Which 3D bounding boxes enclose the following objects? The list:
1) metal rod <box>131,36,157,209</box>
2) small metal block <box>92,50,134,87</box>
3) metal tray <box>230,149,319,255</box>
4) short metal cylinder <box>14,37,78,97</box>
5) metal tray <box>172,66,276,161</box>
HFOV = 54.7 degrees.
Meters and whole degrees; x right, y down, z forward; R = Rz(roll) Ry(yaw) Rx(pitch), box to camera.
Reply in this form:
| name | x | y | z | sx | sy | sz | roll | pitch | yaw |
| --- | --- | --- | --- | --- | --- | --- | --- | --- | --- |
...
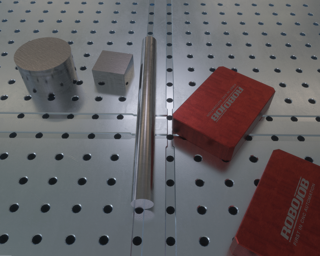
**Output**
| name | x | y | z | sx | sy | sz | roll | pitch | yaw |
| --- | --- | --- | --- | --- | --- | --- | --- | --- | --- |
| metal rod | -0.019 | -0.032 | 0.433 | 0.025 | 0.025 | 0.300 | 0 | 50 | 0 |
| small metal block | -0.072 | -0.094 | 0.486 | 0.050 | 0.025 | 0.050 | 9 | 51 | 7 |
| metal tray | 0.142 | 0.092 | 0.328 | 0.090 | 0.030 | 0.130 | 25 | 54 | 19 |
| short metal cylinder | -0.170 | -0.093 | 0.468 | 0.081 | 0.050 | 0.080 | 0 | 50 | 0 |
| metal tray | 0.088 | -0.026 | 0.427 | 0.090 | 0.030 | 0.131 | 30 | 56 | 22 |
